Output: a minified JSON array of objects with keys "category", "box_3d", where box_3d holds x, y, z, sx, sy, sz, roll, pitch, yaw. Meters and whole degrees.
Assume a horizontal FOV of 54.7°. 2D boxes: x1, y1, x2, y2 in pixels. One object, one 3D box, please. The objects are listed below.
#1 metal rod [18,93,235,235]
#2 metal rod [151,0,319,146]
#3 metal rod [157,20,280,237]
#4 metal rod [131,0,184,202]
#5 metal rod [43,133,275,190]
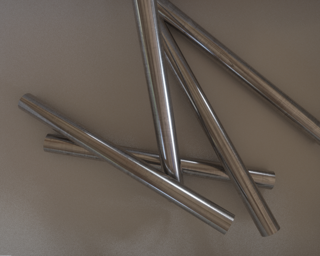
[{"category":"metal rod","box_3d":[-0.050,0.037,0.379,0.301,0.025,0.025,29,90,12]},{"category":"metal rod","box_3d":[0.103,-0.080,0.411,0.300,0.025,0.025,39,90,0]},{"category":"metal rod","box_3d":[0.065,-0.005,0.394,0.025,0.025,0.299,-28,83,0]},{"category":"metal rod","box_3d":[-0.002,-0.048,0.345,0.025,0.025,0.298,-10,111,0]},{"category":"metal rod","box_3d":[0.000,0.044,0.411,0.302,0.025,0.025,10,90,0]}]
